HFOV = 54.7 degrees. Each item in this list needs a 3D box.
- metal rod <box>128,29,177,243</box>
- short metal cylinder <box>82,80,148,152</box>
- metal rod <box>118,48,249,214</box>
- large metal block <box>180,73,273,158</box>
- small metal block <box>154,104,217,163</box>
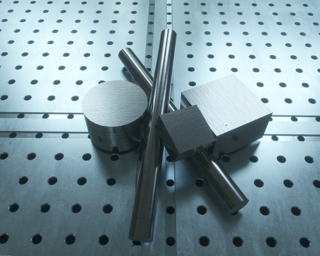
[{"bbox_3d":[-0.003,-0.014,0.389,0.025,0.025,0.300,5,58,4],"label":"metal rod"},{"bbox_3d":[-0.056,-0.016,0.400,0.081,0.050,0.080,1,50,0],"label":"short metal cylinder"},{"bbox_3d":[0.015,-0.017,0.417,0.025,0.025,0.300,-22,54,-18],"label":"metal rod"},{"bbox_3d":[0.081,-0.016,0.400,0.081,0.050,0.080,-21,53,-17],"label":"large metal block"},{"bbox_3d":[0.029,0.006,0.357,0.050,0.025,0.050,-17,67,-24],"label":"small metal block"}]
